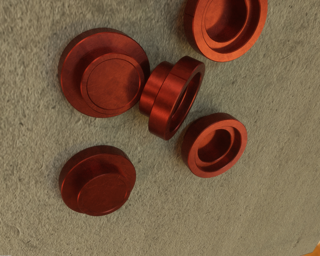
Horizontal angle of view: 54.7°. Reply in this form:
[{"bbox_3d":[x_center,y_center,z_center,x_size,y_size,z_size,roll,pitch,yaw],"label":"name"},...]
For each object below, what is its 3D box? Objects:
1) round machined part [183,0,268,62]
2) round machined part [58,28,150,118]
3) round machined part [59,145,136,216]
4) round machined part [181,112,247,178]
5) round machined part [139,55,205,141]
[{"bbox_3d":[0.070,-0.129,0.354,0.099,0.042,0.097,-14,124,-21],"label":"round machined part"},{"bbox_3d":[-0.055,-0.053,0.332,0.099,0.042,0.097,-14,124,-21],"label":"round machined part"},{"bbox_3d":[-0.076,0.074,0.400,0.099,0.042,0.097,-14,124,-21],"label":"round machined part"},{"bbox_3d":[0.074,0.021,0.448,0.099,0.042,0.097,-14,124,-21],"label":"round machined part"},{"bbox_3d":[0.011,-0.038,0.357,0.098,0.042,0.098,-57,166,-23],"label":"round machined part"}]
